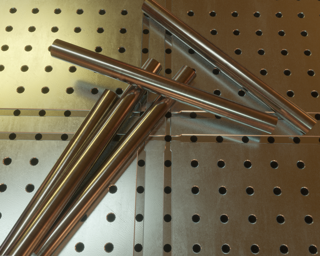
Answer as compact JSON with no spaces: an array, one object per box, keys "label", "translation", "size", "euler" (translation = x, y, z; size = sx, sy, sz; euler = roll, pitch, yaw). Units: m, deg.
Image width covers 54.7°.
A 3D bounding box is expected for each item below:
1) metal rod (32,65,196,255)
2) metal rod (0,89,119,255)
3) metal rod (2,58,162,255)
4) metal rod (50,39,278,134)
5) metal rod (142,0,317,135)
[{"label":"metal rod","translation":[-0.048,0.032,0.399],"size":[0.025,0.025,0.300],"euler":[35,73,11]},{"label":"metal rod","translation":[-0.137,0.078,0.381],"size":[0.025,0.025,0.300],"euler":[27,72,9]},{"label":"metal rod","translation":[-0.083,0.026,0.388],"size":[0.025,0.025,0.300],"euler":[29,68,9]},{"label":"metal rod","translation":[0.004,-0.055,0.403],"size":[0.301,0.025,0.025],"euler":[20,71,2]},{"label":"metal rod","translation":[0.091,-0.096,0.447],"size":[0.300,0.025,0.025],"euler":[41,75,13]}]
